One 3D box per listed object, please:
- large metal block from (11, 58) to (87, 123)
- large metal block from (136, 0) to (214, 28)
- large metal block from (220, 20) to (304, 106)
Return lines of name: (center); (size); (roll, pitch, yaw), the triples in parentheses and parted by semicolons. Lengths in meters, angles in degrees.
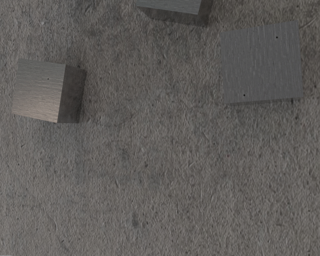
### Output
large metal block: (-0.161, -0.053, 0.453); (0.080, 0.050, 0.079); (11, 94, 19)
large metal block: (0.025, -0.178, 0.387); (0.080, 0.050, 0.080); (16, 95, 19)
large metal block: (0.116, -0.069, 0.355); (0.080, 0.050, 0.080); (-4, 89, 20)
